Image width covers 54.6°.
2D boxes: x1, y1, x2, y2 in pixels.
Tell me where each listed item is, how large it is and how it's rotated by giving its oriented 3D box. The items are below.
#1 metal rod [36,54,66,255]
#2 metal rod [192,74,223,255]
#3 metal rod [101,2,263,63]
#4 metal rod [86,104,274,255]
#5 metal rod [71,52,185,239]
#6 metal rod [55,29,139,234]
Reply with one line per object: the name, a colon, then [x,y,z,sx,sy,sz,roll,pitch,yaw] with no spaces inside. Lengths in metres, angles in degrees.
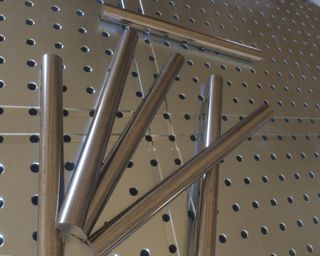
metal rod: [-0.112,0.047,0.318,0.025,0.025,0.299,4,60,-26]
metal rod: [0.068,0.043,0.417,0.025,0.025,0.300,22,54,-15]
metal rod: [0.050,-0.157,0.529,0.302,0.025,0.025,8,58,-24]
metal rod: [0.045,0.047,0.376,0.302,0.025,0.025,-33,80,-30]
metal rod: [-0.027,-0.003,0.394,0.025,0.025,0.301,33,51,-7]
metal rod: [-0.063,-0.024,0.373,0.025,0.025,0.300,22,49,-15]
